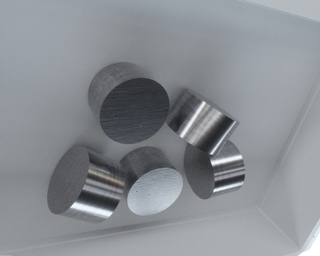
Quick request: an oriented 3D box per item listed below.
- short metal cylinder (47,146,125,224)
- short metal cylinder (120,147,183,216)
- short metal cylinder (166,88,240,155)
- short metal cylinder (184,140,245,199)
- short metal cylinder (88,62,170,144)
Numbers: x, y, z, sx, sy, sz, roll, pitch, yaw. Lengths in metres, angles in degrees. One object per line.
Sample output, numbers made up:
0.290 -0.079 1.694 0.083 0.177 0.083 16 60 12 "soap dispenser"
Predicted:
-0.087 0.067 0.365 0.050 0.080 0.080 31 101 -38 "short metal cylinder"
-0.016 0.073 0.429 0.081 0.050 0.079 -14 125 -21 "short metal cylinder"
0.055 -0.009 0.399 0.080 0.080 0.050 24 105 -37 "short metal cylinder"
0.077 0.059 0.451 0.050 0.080 0.079 -9 122 -24 "short metal cylinder"
-0.036 -0.029 0.354 0.081 0.050 0.079 -14 125 -21 "short metal cylinder"
